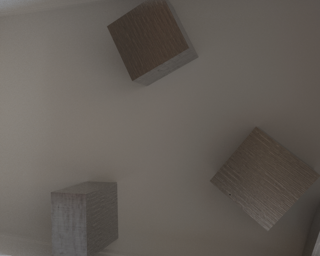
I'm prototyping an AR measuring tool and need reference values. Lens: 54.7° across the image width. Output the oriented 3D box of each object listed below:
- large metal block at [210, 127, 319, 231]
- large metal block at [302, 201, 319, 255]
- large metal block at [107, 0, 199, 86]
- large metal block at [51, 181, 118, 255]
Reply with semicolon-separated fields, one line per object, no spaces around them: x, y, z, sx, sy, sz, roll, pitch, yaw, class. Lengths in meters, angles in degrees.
0.118;0.054;0.356;0.080;0.050;0.080;41;102;15;large metal block
0.199;0.130;0.318;0.080;0.050;0.079;15;107;20;large metal block
-0.008;-0.111;0.399;0.080;0.050;0.080;-27;81;17;large metal block
-0.098;0.119;0.414;0.050;0.080;0.079;-1;90;20;large metal block
